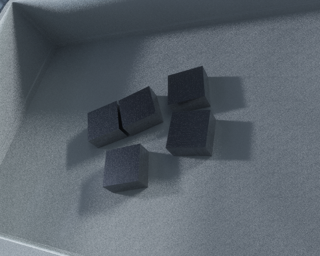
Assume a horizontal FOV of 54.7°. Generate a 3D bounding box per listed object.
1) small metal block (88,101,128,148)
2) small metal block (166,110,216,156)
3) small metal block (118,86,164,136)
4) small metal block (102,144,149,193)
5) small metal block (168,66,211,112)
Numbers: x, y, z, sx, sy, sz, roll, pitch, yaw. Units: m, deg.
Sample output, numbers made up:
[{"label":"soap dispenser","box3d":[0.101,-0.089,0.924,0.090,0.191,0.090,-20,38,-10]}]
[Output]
[{"label":"small metal block","box3d":[-0.076,-0.005,0.449,0.050,0.025,0.050,-21,54,15]},{"label":"small metal block","box3d":[0.039,0.007,0.381,0.050,0.025,0.050,-3,60,27]},{"label":"small metal block","box3d":[-0.027,-0.024,0.435,0.050,0.025,0.050,-24,53,13]},{"label":"small metal block","box3d":[-0.043,0.052,0.397,0.050,0.025,0.050,-13,56,21]},{"label":"small metal block","box3d":[0.039,-0.050,0.416,0.050,0.025,0.050,-13,56,21]}]
